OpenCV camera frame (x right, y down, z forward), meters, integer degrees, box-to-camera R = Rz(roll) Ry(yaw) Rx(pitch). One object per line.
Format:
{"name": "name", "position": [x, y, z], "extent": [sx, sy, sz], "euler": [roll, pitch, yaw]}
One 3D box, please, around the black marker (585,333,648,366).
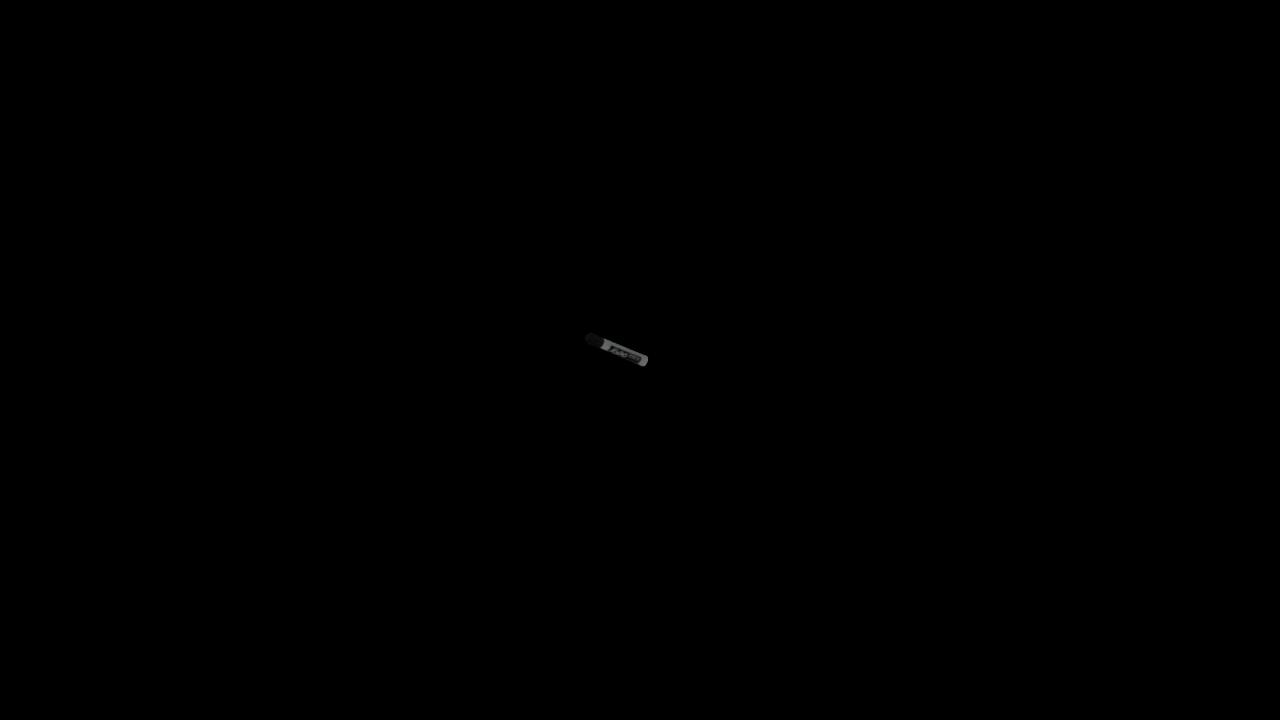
{"name": "black marker", "position": [-0.037, -0.017, 0.975], "extent": [0.121, 0.020, 0.020], "euler": [23, -14, -37]}
